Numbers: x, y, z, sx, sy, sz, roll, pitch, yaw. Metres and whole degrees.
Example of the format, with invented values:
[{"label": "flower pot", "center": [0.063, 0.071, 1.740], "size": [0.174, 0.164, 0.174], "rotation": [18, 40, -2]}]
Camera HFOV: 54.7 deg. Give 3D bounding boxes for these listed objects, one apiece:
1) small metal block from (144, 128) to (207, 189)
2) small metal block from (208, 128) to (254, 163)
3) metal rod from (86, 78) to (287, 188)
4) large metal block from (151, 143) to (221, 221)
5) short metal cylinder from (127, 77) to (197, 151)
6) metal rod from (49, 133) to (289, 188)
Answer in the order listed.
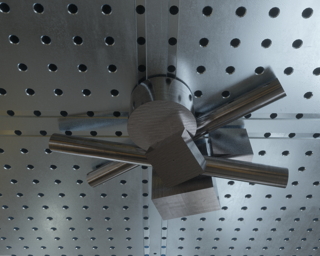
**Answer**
[{"label": "small metal block", "center": [0.019, 0.036, 0.361], "size": [0.050, 0.025, 0.050], "rotation": [-28, 102, 22]}, {"label": "small metal block", "center": [0.092, 0.026, 0.414], "size": [0.050, 0.050, 0.025], "rotation": [1, 130, 0]}, {"label": "metal rod", "center": [0.021, 0.015, 0.421], "size": [0.300, 0.025, 0.025], "rotation": [-27, 125, 21]}, {"label": "large metal block", "center": [0.035, 0.074, 0.433], "size": [0.080, 0.080, 0.050], "rotation": [-14, 129, 11]}, {"label": "short metal cylinder", "center": [0.002, -0.015, 0.377], "size": [0.081, 0.050, 0.079], "rotation": [0, 129, 0]}, {"label": "metal rod", "center": [0.003, 0.039, 0.394], "size": [0.301, 0.025, 0.025], "rotation": [8, 131, 10]}]
